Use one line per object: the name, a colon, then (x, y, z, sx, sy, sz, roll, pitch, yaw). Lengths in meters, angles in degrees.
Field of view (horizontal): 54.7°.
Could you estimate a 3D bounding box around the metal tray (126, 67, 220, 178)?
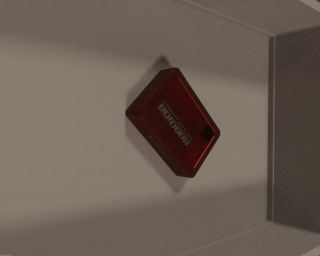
metal tray: (0.024, -0.005, 0.425, 0.130, 0.030, 0.090, 52, 59, -28)
